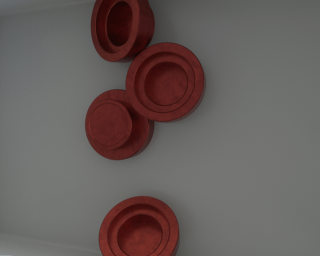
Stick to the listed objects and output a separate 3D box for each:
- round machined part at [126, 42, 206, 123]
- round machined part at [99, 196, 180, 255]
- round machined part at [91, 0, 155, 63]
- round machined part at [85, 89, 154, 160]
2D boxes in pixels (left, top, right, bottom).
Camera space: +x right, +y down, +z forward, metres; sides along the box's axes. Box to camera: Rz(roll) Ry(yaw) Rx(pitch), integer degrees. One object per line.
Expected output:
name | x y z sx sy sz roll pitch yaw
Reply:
round machined part | 0.010 -0.055 0.394 0.098 0.042 0.097 -1 86 15
round machined part | -0.024 0.139 0.392 0.099 0.042 0.098 -4 47 4
round machined part | -0.045 -0.135 0.405 0.098 0.042 0.097 6 99 43
round machined part | -0.061 -0.004 0.423 0.098 0.042 0.097 0 90 20
